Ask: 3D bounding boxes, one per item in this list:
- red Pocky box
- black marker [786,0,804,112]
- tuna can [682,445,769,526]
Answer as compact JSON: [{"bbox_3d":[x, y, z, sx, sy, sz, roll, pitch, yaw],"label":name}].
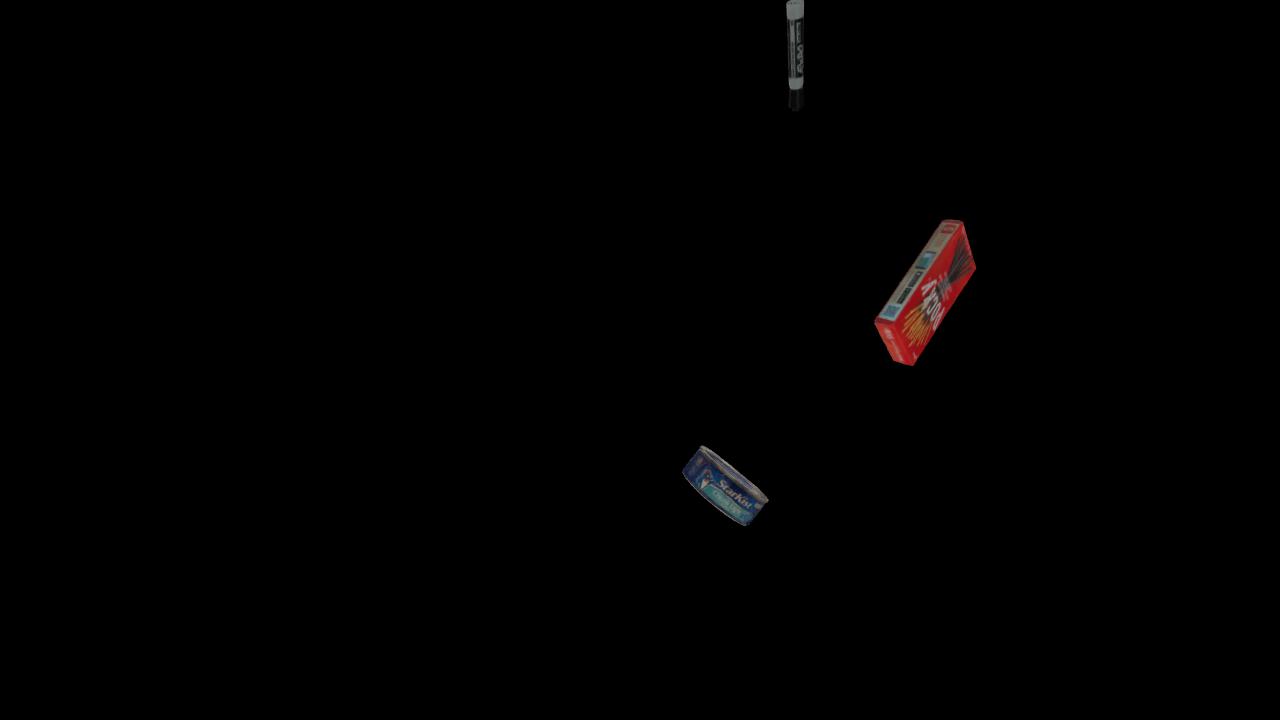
[{"bbox_3d":[0.331,-0.076,0.707,0.028,0.155,0.083,25,-16,48],"label":"red Pocky box"},{"bbox_3d":[0.179,-0.345,0.705,0.020,0.020,0.121,0,-43,15],"label":"black marker"},{"bbox_3d":[0.082,0.123,0.603,0.084,0.034,0.084,39,2,-2],"label":"tuna can"}]
